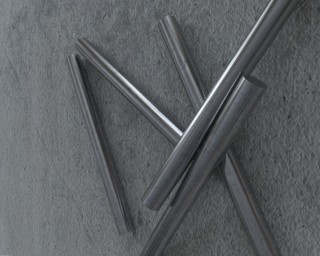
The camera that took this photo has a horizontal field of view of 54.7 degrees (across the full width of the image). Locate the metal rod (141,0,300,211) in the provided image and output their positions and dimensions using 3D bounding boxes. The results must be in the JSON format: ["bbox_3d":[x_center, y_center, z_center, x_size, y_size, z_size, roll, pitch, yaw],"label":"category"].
[{"bbox_3d":[0.066,-0.035,0.324,0.025,0.025,0.299,41,106,32],"label":"metal rod"}]

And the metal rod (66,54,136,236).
[{"bbox_3d":[-0.097,0.015,0.485,0.025,0.025,0.299,-33,70,35],"label":"metal rod"}]

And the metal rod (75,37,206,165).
[{"bbox_3d":[-0.037,-0.047,0.435,0.300,0.025,0.025,44,117,31],"label":"metal rod"}]

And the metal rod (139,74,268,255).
[{"bbox_3d":[0.031,0.075,0.354,0.025,0.025,0.298,44,124,31],"label":"metal rod"}]

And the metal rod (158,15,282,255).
[{"bbox_3d":[0.060,-0.002,0.355,0.025,0.025,0.299,-33,70,35],"label":"metal rod"}]
